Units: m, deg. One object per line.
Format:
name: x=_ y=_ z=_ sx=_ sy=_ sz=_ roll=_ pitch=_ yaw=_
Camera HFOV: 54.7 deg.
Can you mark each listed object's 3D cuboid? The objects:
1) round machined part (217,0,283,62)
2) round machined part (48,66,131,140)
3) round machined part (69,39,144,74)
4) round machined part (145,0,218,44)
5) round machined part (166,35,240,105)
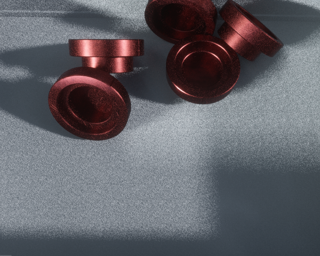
round machined part: x=0.119 y=-0.131 z=0.431 sx=0.098 sy=0.099 sz=0.042 roll=49 pitch=120 yaw=15
round machined part: x=-0.084 y=-0.034 z=0.390 sx=0.099 sy=0.097 sz=0.042 roll=9 pitch=39 yaw=3
round machined part: x=-0.070 y=-0.097 z=0.416 sx=0.099 sy=0.098 sz=0.042 roll=0 pitch=106 yaw=-1
round machined part: x=0.032 y=-0.161 z=0.431 sx=0.099 sy=0.098 sz=0.042 roll=14 pitch=71 yaw=5
round machined part: x=0.057 y=-0.077 z=0.429 sx=0.099 sy=0.042 sz=0.098 roll=0 pitch=70 yaw=-1
